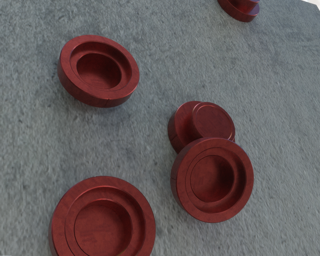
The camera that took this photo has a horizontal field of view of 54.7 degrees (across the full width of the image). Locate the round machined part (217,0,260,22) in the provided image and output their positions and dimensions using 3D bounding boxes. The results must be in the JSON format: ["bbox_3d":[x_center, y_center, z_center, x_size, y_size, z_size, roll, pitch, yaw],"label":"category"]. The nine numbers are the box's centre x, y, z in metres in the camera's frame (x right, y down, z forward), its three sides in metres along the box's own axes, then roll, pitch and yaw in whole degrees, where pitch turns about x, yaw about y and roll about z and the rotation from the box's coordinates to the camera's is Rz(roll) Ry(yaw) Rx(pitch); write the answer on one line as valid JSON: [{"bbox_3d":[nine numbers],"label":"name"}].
[{"bbox_3d":[0.173,-0.276,0.658,0.099,0.042,0.098,14,56,-21],"label":"round machined part"}]

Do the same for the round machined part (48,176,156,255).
[{"bbox_3d":[-0.057,0.100,0.302,0.099,0.042,0.098,14,56,-21],"label":"round machined part"}]

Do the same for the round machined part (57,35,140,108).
[{"bbox_3d":[-0.079,-0.066,0.392,0.099,0.042,0.098,14,56,-21],"label":"round machined part"}]

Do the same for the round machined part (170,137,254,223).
[{"bbox_3d":[0.058,0.059,0.372,0.099,0.042,0.097,0,91,-17],"label":"round machined part"}]

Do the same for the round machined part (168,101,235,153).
[{"bbox_3d":[0.064,0.003,0.427,0.099,0.042,0.098,14,56,-21],"label":"round machined part"}]
